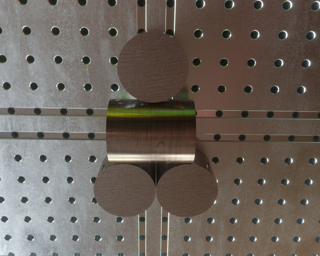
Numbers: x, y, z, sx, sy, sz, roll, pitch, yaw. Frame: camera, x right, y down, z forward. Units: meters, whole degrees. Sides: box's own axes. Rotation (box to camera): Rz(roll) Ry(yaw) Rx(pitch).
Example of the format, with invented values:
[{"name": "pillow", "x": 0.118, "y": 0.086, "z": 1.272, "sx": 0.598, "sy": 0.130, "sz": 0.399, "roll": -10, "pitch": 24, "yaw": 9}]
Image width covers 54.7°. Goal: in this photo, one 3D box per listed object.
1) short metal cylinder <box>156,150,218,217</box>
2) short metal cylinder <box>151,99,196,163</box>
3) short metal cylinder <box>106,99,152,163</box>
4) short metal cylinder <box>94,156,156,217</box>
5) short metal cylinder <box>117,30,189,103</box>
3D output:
[{"name": "short metal cylinder", "x": 0.035, "y": 0.074, "z": 0.426, "sx": 0.081, "sy": 0.050, "sz": 0.079, "roll": 0, "pitch": 110, "yaw": -1}, {"name": "short metal cylinder", "x": 0.015, "y": 0.004, "z": 0.386, "sx": 0.050, "sy": 0.080, "sz": 0.079, "roll": 0, "pitch": 110, "yaw": -1}, {"name": "short metal cylinder", "x": -0.035, "y": 0.004, "z": 0.385, "sx": 0.050, "sy": 0.080, "sz": 0.079, "roll": 0, "pitch": 110, "yaw": -1}, {"name": "short metal cylinder", "x": -0.046, "y": 0.074, "z": 0.426, "sx": 0.081, "sy": 0.050, "sz": 0.079, "roll": 0, "pitch": 110, "yaw": -1}, {"name": "short metal cylinder", "x": -0.008, "y": -0.076, "z": 0.372, "sx": 0.081, "sy": 0.050, "sz": 0.079, "roll": 0, "pitch": 110, "yaw": -1}]
